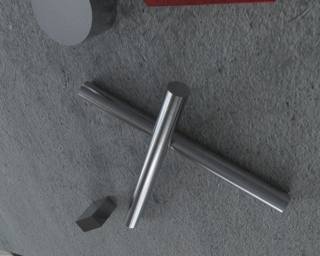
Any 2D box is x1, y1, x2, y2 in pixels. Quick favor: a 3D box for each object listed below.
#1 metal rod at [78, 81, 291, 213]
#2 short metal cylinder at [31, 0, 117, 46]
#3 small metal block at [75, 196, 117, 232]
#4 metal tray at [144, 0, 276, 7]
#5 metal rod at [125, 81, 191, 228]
[{"bbox_3d":[0.025,0.020,0.404,0.301,0.025,0.025,30,128,8],"label":"metal rod"},{"bbox_3d":[-0.097,-0.140,0.353,0.080,0.050,0.079,13,124,20],"label":"short metal cylinder"},{"bbox_3d":[-0.111,0.150,0.540,0.050,0.050,0.025,-28,103,37],"label":"small metal block"},{"bbox_3d":[0.045,-0.161,0.280,0.130,0.030,0.089,8,122,23],"label":"metal tray"},{"bbox_3d":[-0.015,0.060,0.425,0.025,0.025,0.298,28,136,10],"label":"metal rod"}]
